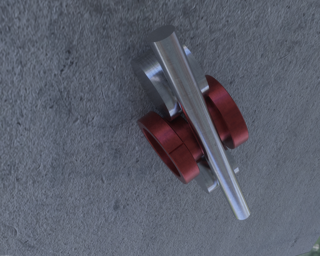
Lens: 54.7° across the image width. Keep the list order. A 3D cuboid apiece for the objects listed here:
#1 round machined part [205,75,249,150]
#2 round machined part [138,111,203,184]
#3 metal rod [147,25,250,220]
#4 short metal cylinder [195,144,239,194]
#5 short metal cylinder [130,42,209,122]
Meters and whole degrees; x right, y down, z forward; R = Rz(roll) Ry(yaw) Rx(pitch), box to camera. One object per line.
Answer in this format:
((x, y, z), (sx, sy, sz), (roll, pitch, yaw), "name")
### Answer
((0.064, -0.014, 0.390), (0.042, 0.098, 0.098), (-31, 129, -3), "round machined part")
((0.018, 0.018, 0.382), (0.042, 0.098, 0.098), (-37, 130, -9), "round machined part")
((0.059, 0.021, 0.352), (0.025, 0.025, 0.299), (-35, 129, -6), "metal rod")
((0.066, 0.046, 0.439), (0.050, 0.080, 0.080), (-34, 129, -6), "short metal cylinder")
((0.010, -0.054, 0.346), (0.050, 0.080, 0.080), (-34, 129, -6), "short metal cylinder")
